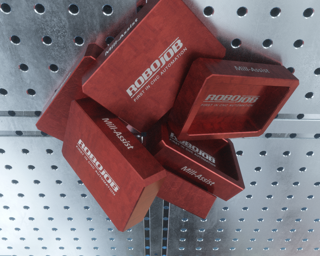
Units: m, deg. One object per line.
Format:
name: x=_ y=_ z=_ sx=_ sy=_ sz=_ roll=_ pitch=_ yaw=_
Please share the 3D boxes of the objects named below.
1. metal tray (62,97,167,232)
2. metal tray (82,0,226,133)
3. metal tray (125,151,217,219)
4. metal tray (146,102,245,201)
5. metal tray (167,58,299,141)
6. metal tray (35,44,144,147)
metal tray: x=-0.058 y=0.037 z=0.343 sx=0.030 sy=0.130 sz=0.089 roll=-20 pitch=145 yaw=-42
metal tray: x=-0.007 y=-0.066 z=0.327 sx=0.130 sy=0.030 sz=0.090 roll=-44 pitch=122 yaw=14
metal tray: x=0.002 y=0.066 z=0.405 sx=0.090 sy=0.130 sz=0.030 roll=31 pitch=85 yaw=-24
metal tray: x=0.044 y=0.026 z=0.390 sx=0.130 sy=0.090 sz=0.030 roll=31 pitch=123 yaw=-24
metal tray: x=0.083 y=-0.029 z=0.352 sx=0.131 sy=0.030 sz=0.089 roll=-2 pitch=135 yaw=-29
metal tray: x=-0.082 y=-0.028 z=0.384 sx=0.090 sy=0.030 sz=0.129 roll=31 pitch=124 yaw=-25
